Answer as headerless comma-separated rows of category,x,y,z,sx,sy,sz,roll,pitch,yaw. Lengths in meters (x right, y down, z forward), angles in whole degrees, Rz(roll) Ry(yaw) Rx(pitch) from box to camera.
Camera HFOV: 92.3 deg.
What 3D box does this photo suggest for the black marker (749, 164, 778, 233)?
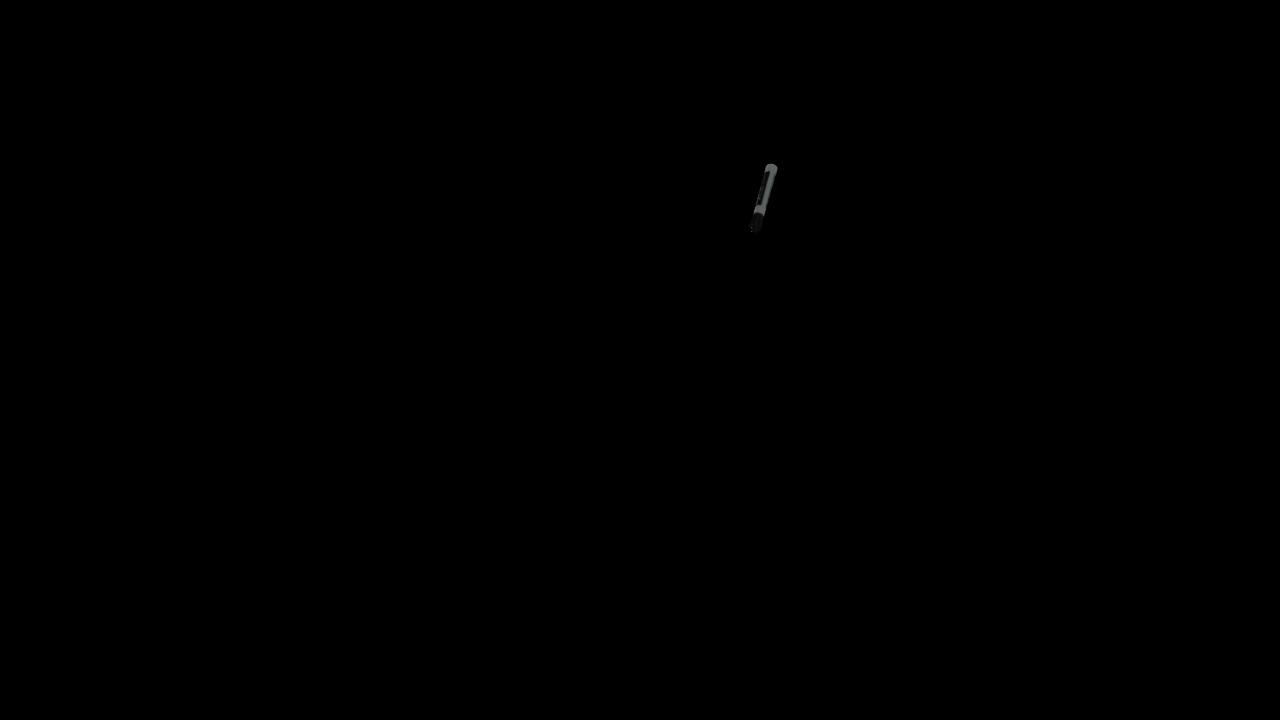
black marker,0.189,-0.248,0.944,0.020,0.121,0.020,16,-20,6
